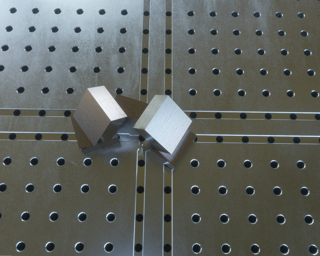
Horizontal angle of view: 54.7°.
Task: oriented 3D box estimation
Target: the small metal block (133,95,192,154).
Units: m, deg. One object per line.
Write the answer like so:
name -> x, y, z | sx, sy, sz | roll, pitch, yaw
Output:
small metal block -> 0.004, -0.004, 0.372 | 0.050, 0.025, 0.050 | 44, 69, -32

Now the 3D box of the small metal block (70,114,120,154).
small metal block -> -0.086, 0.001, 0.411 | 0.050, 0.025, 0.050 | -18, 71, -7

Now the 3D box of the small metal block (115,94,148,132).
small metal block -> -0.034, -0.016, 0.404 | 0.050, 0.050, 0.025 | 18, 71, 6

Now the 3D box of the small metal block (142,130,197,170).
small metal block -> 0.012, 0.019, 0.405 | 0.050, 0.025, 0.050 | 34, 73, 11

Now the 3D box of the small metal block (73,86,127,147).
small metal block -> -0.073, -0.014, 0.373 | 0.025, 0.050, 0.050 | -20, 66, -48
